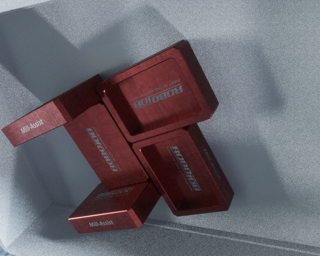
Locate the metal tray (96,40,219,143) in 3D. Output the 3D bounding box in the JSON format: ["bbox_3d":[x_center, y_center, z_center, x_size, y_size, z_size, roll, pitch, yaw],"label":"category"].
[{"bbox_3d":[-0.006,-0.039,0.381,0.130,0.030,0.090,-18,109,34],"label":"metal tray"}]

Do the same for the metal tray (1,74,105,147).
[{"bbox_3d":[-0.141,-0.023,0.420,0.130,0.090,0.030,-19,108,35],"label":"metal tray"}]

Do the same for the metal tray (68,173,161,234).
[{"bbox_3d":[-0.063,0.111,0.463,0.130,0.090,0.030,-18,109,35],"label":"metal tray"}]

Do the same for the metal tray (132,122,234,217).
[{"bbox_3d":[0.032,0.058,0.421,0.090,0.030,0.130,-19,109,35],"label":"metal tray"}]

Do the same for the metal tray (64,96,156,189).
[{"bbox_3d":[-0.074,0.024,0.454,0.090,0.030,0.130,-19,109,35],"label":"metal tray"}]
